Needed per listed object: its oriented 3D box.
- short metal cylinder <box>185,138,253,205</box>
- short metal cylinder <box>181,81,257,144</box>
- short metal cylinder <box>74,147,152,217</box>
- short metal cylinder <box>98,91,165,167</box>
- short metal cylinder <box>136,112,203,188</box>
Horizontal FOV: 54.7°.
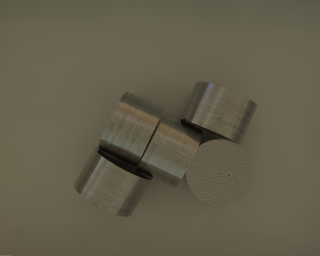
[{"bbox_3d":[0.071,0.053,0.398,0.081,0.050,0.079,0,90,-1],"label":"short metal cylinder"},{"bbox_3d":[0.072,-0.018,0.383,0.080,0.080,0.050,23,90,-1],"label":"short metal cylinder"},{"bbox_3d":[-0.057,0.065,0.382,0.080,0.080,0.050,29,90,-1],"label":"short metal cylinder"},{"bbox_3d":[-0.034,0.001,0.382,0.050,0.080,0.080,26,90,-1],"label":"short metal cylinder"},{"bbox_3d":[0.012,0.027,0.383,0.050,0.080,0.080,27,90,-1],"label":"short metal cylinder"}]
